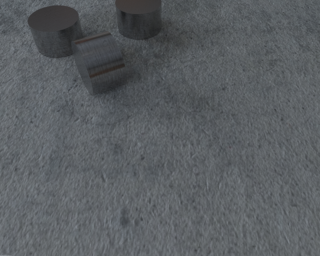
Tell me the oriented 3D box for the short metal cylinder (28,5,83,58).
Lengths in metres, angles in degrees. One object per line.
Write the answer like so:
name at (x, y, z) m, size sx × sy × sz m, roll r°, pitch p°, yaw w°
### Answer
short metal cylinder at (-0.173, -0.163, 0.522) m, size 0.081 × 0.050 × 0.080 m, roll 0°, pitch 50°, yaw 0°

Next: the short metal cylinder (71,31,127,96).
short metal cylinder at (-0.088, -0.092, 0.444) m, size 0.050 × 0.080 × 0.080 m, roll -22°, pitch 54°, yaw -18°

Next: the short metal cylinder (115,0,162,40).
short metal cylinder at (-0.038, -0.203, 0.557) m, size 0.081 × 0.050 × 0.080 m, roll 0°, pitch 50°, yaw 0°
